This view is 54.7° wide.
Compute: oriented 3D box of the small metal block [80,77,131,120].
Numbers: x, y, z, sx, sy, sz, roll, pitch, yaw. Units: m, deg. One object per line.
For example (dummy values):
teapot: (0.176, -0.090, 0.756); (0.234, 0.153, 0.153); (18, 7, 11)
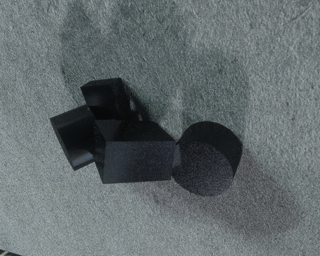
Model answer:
small metal block: (-0.073, -0.039, 0.421); (0.050, 0.025, 0.050); (-1, 118, 28)

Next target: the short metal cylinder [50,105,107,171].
short metal cylinder: (-0.113, 0.013, 0.435); (0.080, 0.050, 0.080); (50, 155, 35)

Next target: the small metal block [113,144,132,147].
small metal block: (-0.052, 0.039, 0.458); (0.050, 0.025, 0.050); (3, 120, 26)

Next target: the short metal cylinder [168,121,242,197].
short metal cylinder: (0.056, 0.038, 0.385); (0.080, 0.050, 0.079); (13, 124, 20)

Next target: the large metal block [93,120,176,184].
large metal block: (-0.035, 0.026, 0.382); (0.081, 0.080, 0.050); (1, 108, -21)
